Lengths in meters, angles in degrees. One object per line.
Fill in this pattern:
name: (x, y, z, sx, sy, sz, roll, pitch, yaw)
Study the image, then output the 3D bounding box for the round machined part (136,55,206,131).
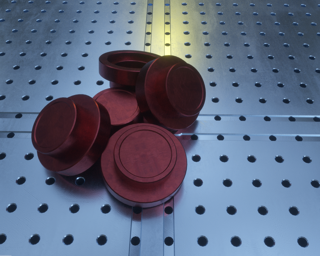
round machined part: (0.021, -0.046, 0.397, 0.042, 0.098, 0.098, -9, 33, 50)

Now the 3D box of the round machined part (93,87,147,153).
round machined part: (-0.056, -0.016, 0.408, 0.099, 0.042, 0.098, 0, 50, 0)

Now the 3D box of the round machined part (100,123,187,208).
round machined part: (-0.018, 0.036, 0.350, 0.099, 0.042, 0.098, 3, 61, -6)

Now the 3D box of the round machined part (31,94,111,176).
round machined part: (-0.110, 0.003, 0.361, 0.098, 0.042, 0.098, -13, 61, 26)

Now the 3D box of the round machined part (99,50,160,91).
round machined part: (-0.038, -0.078, 0.447, 0.099, 0.042, 0.098, 5, 29, -2)
